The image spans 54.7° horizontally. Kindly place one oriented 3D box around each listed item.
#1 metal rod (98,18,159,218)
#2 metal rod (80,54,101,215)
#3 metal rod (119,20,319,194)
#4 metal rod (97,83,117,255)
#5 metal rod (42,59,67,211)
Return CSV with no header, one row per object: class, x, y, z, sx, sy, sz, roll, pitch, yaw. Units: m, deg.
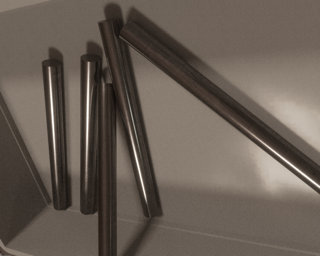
metal rod,-0.037,0.005,0.429,0.025,0.025,0.298,4,121,26
metal rod,-0.111,0.030,0.483,0.025,0.025,0.298,21,126,15
metal rod,0.079,-0.021,0.353,0.300,0.025,0.025,38,129,1
metal rod,-0.071,0.090,0.418,0.025,0.025,0.298,2,93,27
metal rod,-0.172,0.030,0.515,0.025,0.025,0.298,21,126,15
